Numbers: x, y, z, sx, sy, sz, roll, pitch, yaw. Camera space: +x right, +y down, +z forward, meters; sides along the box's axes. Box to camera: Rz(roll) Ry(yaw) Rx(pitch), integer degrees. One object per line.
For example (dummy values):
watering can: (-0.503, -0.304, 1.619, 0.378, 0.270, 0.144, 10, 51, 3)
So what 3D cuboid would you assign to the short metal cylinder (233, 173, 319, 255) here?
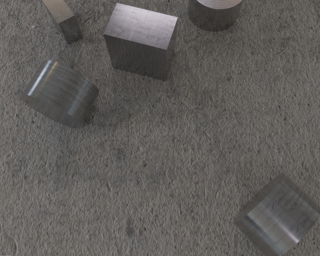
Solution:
short metal cylinder: (0.128, 0.096, 0.345, 0.080, 0.080, 0.050, -41, 75, -14)

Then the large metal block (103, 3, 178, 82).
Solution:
large metal block: (-0.023, -0.113, 0.420, 0.080, 0.080, 0.050, 15, 71, 5)

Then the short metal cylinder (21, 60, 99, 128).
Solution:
short metal cylinder: (-0.125, -0.041, 0.393, 0.080, 0.080, 0.050, 21, 72, 7)

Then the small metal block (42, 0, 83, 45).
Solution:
small metal block: (-0.141, -0.159, 0.452, 0.025, 0.050, 0.050, -33, 73, -11)

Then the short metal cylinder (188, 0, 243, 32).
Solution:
short metal cylinder: (0.084, -0.194, 0.466, 0.081, 0.050, 0.080, 0, 70, 0)
